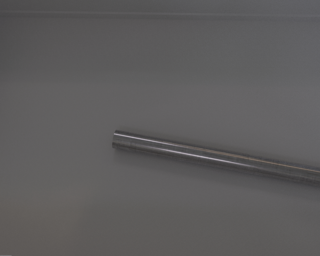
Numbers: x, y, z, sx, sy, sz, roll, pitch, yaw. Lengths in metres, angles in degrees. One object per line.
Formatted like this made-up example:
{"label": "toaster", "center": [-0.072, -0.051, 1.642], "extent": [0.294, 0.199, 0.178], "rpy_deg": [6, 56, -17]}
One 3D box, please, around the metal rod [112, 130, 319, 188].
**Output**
{"label": "metal rod", "center": [0.089, 0.041, 0.395], "extent": [0.301, 0.025, 0.025], "rpy_deg": [10, 70, 4]}
